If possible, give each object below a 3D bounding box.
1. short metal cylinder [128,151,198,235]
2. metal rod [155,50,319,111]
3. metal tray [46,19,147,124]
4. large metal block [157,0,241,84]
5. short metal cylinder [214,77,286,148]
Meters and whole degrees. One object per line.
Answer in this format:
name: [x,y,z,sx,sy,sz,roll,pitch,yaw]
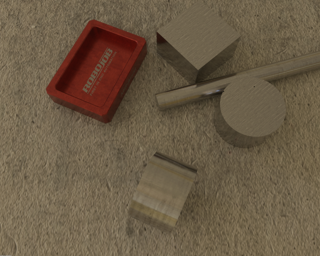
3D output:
short metal cylinder: [0.005,0.073,0.353,0.050,0.080,0.080,23,72,8]
metal rod: [0.141,-0.074,0.436,0.302,0.025,0.025,-15,71,-6]
metal tray: [-0.085,-0.081,0.434,0.090,0.030,0.130,23,71,8]
large metal block: [0.052,-0.119,0.439,0.080,0.050,0.080,-40,75,-13]
short metal cylinder: [0.114,-0.019,0.403,0.081,0.050,0.080,0,70,0]
